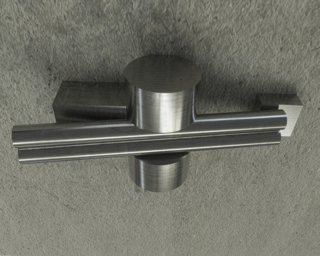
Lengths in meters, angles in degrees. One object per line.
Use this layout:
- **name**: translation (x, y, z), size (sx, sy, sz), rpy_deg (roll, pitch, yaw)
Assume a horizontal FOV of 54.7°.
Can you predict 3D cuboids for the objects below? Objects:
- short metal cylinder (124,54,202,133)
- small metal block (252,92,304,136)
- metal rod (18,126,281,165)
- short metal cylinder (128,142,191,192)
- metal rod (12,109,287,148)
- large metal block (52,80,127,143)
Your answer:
- **short metal cylinder**: translation (0.003, -0.040, 0.339), size (0.081, 0.080, 0.050), rpy_deg (1, 130, -1)
- **small metal block**: translation (0.146, -0.017, 0.396), size (0.050, 0.025, 0.050), rpy_deg (2, 130, -2)
- **metal rod**: translation (-0.005, 0.019, 0.366), size (0.302, 0.025, 0.025), rpy_deg (-4, 131, -8)
- **short metal cylinder**: translation (-0.001, 0.036, 0.403), size (0.081, 0.080, 0.050), rpy_deg (1, 130, -1)
- **metal rod**: translation (-0.004, 0.000, 0.350), size (0.302, 0.025, 0.025), rpy_deg (-4, 131, -8)
- **large metal block**: translation (-0.079, -0.010, 0.383), size (0.081, 0.050, 0.079), rpy_deg (1, 130, -2)
